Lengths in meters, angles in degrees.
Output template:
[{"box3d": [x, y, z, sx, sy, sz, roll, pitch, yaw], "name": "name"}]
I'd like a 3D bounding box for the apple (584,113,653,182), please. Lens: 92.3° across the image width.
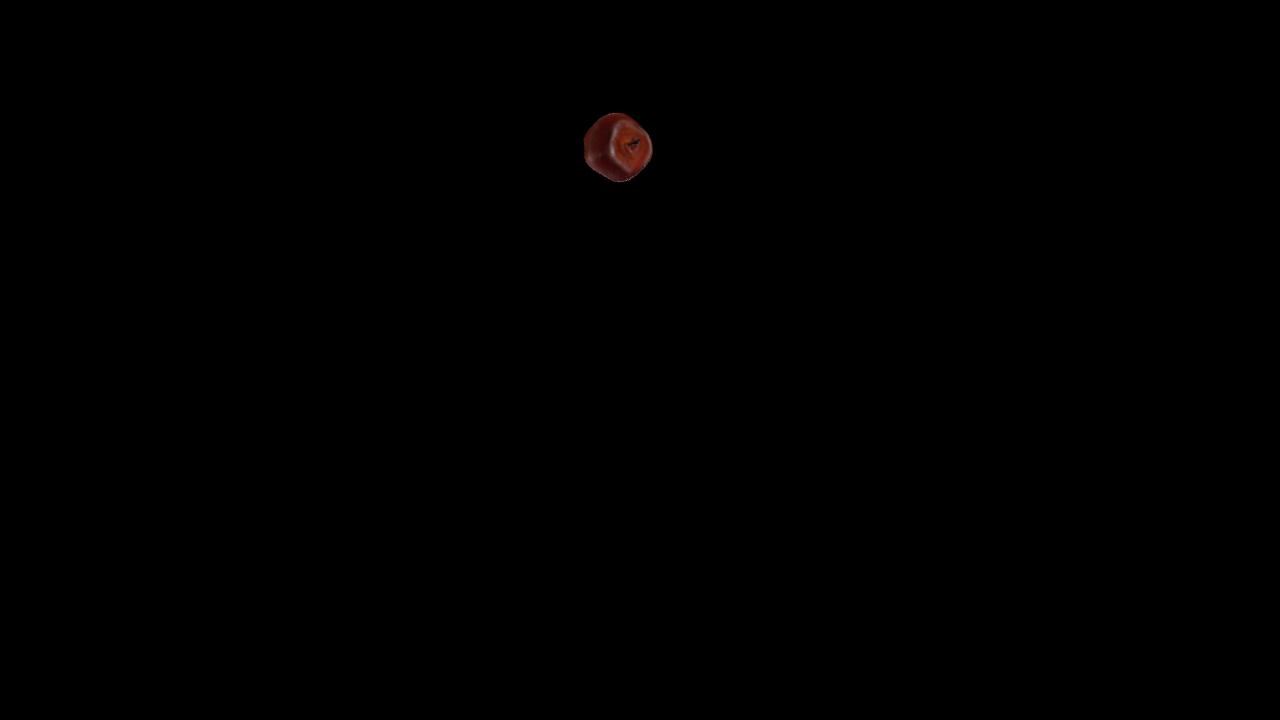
[{"box3d": [-0.027, -0.254, 0.736, 0.079, 0.079, 0.093, 0, 11, -33], "name": "apple"}]
